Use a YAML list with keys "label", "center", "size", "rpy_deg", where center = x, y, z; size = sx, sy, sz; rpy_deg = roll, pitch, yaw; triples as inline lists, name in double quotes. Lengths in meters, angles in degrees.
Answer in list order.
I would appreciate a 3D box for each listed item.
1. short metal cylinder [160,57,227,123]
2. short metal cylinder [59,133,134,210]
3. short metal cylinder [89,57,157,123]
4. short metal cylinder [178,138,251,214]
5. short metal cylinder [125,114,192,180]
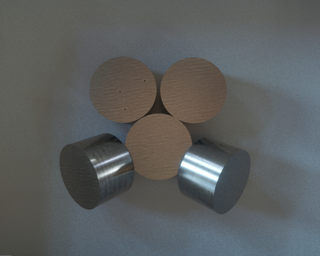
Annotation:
- label: "short metal cylinder"
  center: [0.040, -0.046, 0.398]
  size: [0.081, 0.050, 0.079]
  rpy_deg: [0, 90, -1]
- label: "short metal cylinder"
  center: [-0.077, 0.051, 0.376]
  size: [0.050, 0.080, 0.080]
  rpy_deg: [-20, 91, -45]
- label: "short metal cylinder"
  center: [-0.044, -0.046, 0.396]
  size: [0.081, 0.050, 0.079]
  rpy_deg: [0, 90, -1]
- label: "short metal cylinder"
  center: [0.067, 0.057, 0.377]
  size: [0.050, 0.080, 0.080]
  rpy_deg: [21, 90, 39]
- label: "short metal cylinder"
  center: [-0.002, 0.022, 0.396]
  size: [0.081, 0.050, 0.079]
  rpy_deg: [0, 90, -1]
